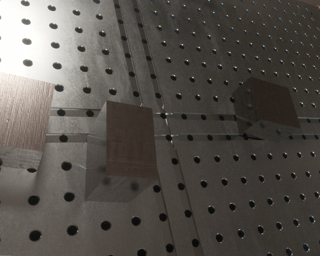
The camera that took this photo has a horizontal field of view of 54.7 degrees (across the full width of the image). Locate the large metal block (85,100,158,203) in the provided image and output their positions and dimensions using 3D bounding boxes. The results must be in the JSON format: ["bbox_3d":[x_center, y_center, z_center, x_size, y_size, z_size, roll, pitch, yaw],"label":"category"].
[{"bbox_3d":[-0.045,0.029,0.332,0.050,0.080,0.080,9,58,-24],"label":"large metal block"}]

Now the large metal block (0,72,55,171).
[{"bbox_3d":[-0.157,-0.008,0.313,0.081,0.050,0.080,12,57,-22],"label":"large metal block"}]

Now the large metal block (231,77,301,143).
[{"bbox_3d":[0.170,-0.028,0.504,0.081,0.050,0.080,11,57,-23],"label":"large metal block"}]
